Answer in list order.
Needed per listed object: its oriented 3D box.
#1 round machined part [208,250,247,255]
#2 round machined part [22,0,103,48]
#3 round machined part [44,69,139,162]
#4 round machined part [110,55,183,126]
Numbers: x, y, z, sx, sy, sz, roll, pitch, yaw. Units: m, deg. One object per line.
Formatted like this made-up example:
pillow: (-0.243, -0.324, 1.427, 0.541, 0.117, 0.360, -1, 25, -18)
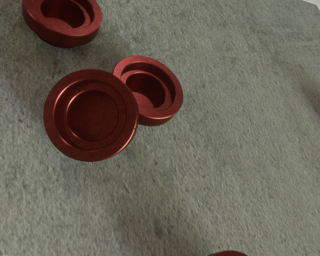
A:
round machined part: (0.069, 0.182, 0.321, 0.099, 0.042, 0.098, 14, 56, -21)
round machined part: (-0.130, -0.146, 0.413, 0.099, 0.042, 0.098, 14, 56, -21)
round machined part: (-0.072, -0.013, 0.342, 0.099, 0.042, 0.097, 0, 88, 2)
round machined part: (-0.022, -0.045, 0.410, 0.099, 0.042, 0.098, 14, 56, -21)
